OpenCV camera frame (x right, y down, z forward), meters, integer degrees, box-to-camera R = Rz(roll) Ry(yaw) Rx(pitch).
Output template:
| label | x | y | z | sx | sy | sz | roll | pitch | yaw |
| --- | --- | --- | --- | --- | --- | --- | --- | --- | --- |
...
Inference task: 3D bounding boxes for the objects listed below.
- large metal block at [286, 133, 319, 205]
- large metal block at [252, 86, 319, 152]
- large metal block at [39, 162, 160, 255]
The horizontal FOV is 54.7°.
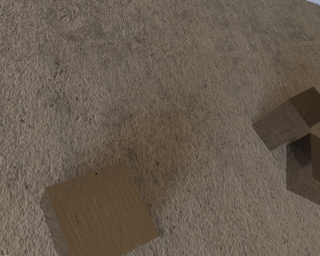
| label | x | y | z | sx | sy | sz | roll | pitch | yaw |
| --- | --- | --- | --- | --- | --- | --- | --- | --- | --- |
| large metal block | 0.246 | 0.067 | 0.479 | 0.080 | 0.050 | 0.080 | 26 | 53 | -12 |
| large metal block | 0.208 | -0.014 | 0.489 | 0.081 | 0.080 | 0.050 | -23 | 74 | -36 |
| large metal block | -0.060 | 0.089 | 0.301 | 0.081 | 0.050 | 0.080 | -15 | 70 | -34 |
